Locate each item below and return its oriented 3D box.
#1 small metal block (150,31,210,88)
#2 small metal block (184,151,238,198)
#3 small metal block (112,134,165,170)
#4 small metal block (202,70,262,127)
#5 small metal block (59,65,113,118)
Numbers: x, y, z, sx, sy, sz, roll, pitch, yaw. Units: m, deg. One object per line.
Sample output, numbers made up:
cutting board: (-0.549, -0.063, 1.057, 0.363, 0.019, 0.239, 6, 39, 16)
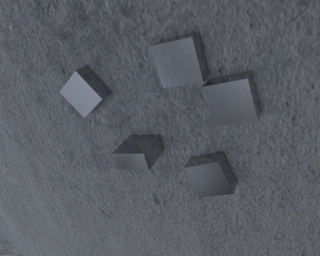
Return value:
small metal block: (0.023, -0.075, 0.347, 0.050, 0.025, 0.050, -4, 117, 29)
small metal block: (0.067, 0.062, 0.409, 0.050, 0.025, 0.050, -15, 111, 34)
small metal block: (-0.029, 0.032, 0.424, 0.050, 0.050, 0.025, -2, 117, 29)
small metal block: (0.081, -0.032, 0.344, 0.050, 0.025, 0.050, -7, 115, 31)
small metal block: (-0.103, -0.050, 0.428, 0.050, 0.025, 0.050, 47, 129, -6)
